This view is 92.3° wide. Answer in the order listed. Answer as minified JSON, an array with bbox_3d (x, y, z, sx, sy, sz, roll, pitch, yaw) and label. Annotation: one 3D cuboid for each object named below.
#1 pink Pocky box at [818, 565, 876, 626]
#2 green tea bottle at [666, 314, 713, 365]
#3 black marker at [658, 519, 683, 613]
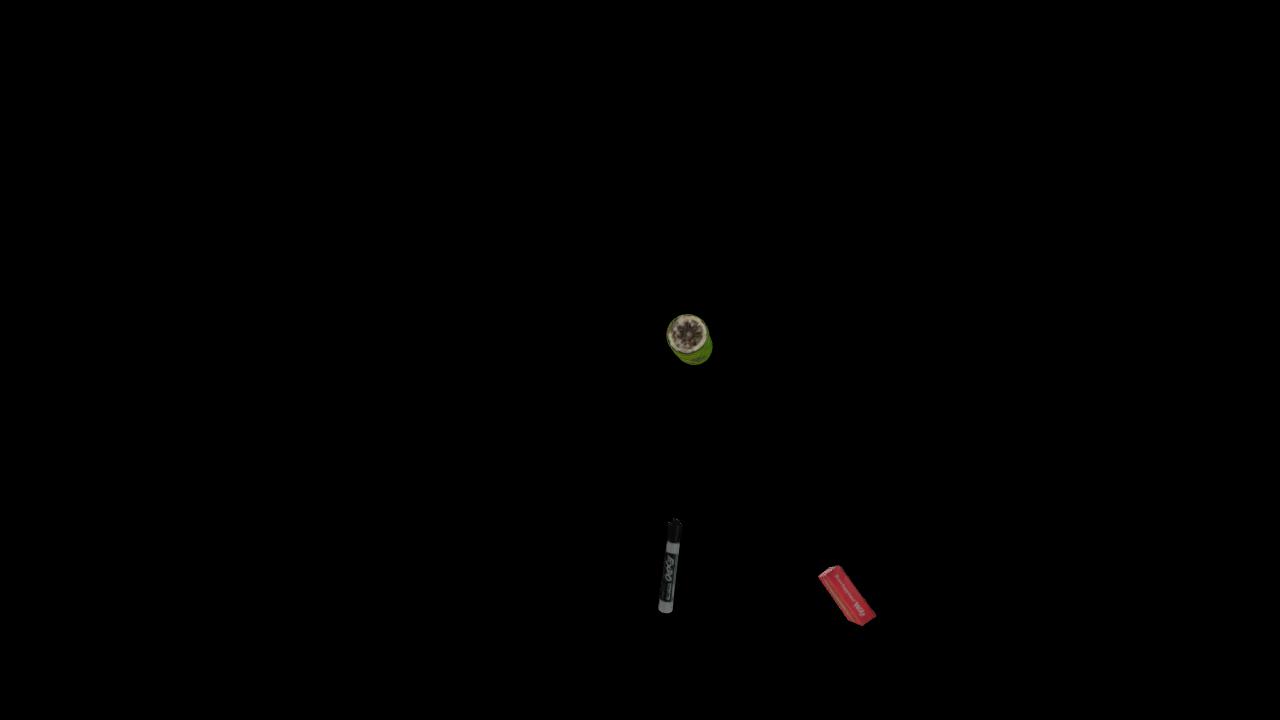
[{"bbox_3d":[0.318,0.364,0.956,0.029,0.084,0.155,-34,-23,-2],"label":"pink Pocky box"},{"bbox_3d":[0.092,-0.030,1.091,0.073,0.073,0.212,0,-5,9],"label":"green tea bottle"},{"bbox_3d":[0.039,0.263,0.789,0.020,0.121,0.020,6,5,-1],"label":"black marker"}]
